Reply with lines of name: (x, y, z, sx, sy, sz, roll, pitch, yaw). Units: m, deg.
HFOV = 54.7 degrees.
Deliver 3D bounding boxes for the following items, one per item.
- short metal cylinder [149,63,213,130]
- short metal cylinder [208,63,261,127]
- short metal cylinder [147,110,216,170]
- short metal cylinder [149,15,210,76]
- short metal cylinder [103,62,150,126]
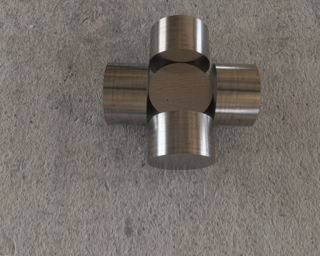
short metal cylinder: (0.026, -0.039, 0.411, 0.081, 0.050, 0.080, 0, 70, 0)
short metal cylinder: (0.091, -0.042, 0.397, 0.050, 0.080, 0.080, 2, 70, 1)
short metal cylinder: (0.025, 0.018, 0.374, 0.081, 0.080, 0.050, 0, 70, 0)
short metal cylinder: (0.026, -0.106, 0.418, 0.081, 0.080, 0.050, 2, 71, 0)
short metal cylinder: (-0.040, -0.043, 0.396, 0.050, 0.080, 0.080, 2, 70, 1)
